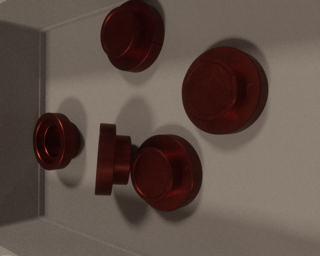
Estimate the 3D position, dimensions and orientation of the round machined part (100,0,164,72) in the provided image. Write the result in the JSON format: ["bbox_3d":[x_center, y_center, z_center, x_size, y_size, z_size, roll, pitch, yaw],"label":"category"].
[{"bbox_3d":[-0.045,-0.129,0.431,0.098,0.042,0.097,0,90,39],"label":"round machined part"}]

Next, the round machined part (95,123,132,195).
[{"bbox_3d":[-0.064,0.043,0.425,0.098,0.042,0.097,-175,89,-79],"label":"round machined part"}]

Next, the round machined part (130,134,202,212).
[{"bbox_3d":[0.001,0.057,0.393,0.098,0.042,0.097,0,90,39],"label":"round machined part"}]

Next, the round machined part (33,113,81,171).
[{"bbox_3d":[-0.176,0.023,0.537,0.098,0.042,0.097,0,90,39],"label":"round machined part"}]

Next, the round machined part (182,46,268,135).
[{"bbox_3d":[0.064,-0.041,0.342,0.098,0.042,0.097,0,90,39],"label":"round machined part"}]
